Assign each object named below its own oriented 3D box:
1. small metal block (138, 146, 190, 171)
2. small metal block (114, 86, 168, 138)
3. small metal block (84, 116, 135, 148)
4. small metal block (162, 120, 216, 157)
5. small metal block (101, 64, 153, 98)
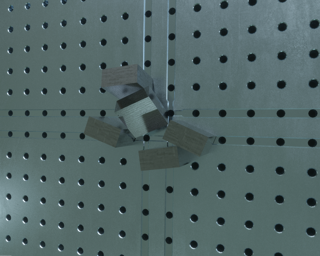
[{"bbox_3d":[0.007,0.037,0.397,0.050,0.050,0.025,-8,87,20],"label":"small metal block"},{"bbox_3d":[-0.023,-0.020,0.407,0.050,0.025,0.050,-23,126,18],"label":"small metal block"},{"bbox_3d":[-0.066,0.005,0.423,0.050,0.050,0.025,21,98,19],"label":"small metal block"},{"bbox_3d":[0.038,0.012,0.386,0.050,0.050,0.025,25,99,18],"label":"small metal block"},{"bbox_3d":[-0.043,-0.060,0.413,0.050,0.050,0.025,-5,76,20],"label":"small metal block"}]
